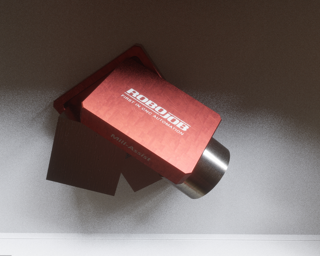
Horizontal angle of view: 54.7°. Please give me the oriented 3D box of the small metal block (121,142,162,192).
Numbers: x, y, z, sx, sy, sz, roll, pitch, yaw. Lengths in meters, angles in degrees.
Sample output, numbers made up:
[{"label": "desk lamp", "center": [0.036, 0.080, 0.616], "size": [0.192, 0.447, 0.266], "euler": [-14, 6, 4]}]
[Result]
[{"label": "small metal block", "center": [-0.025, 0.053, 0.429], "size": [0.050, 0.025, 0.050], "euler": [-27, 108, 9]}]

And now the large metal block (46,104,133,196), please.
[{"label": "large metal block", "center": [-0.081, 0.025, 0.370], "size": [0.080, 0.050, 0.079], "euler": [15, 109, -6]}]

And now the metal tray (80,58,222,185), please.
[{"label": "metal tray", "center": [-0.008, -0.011, 0.340], "size": [0.130, 0.090, 0.030], "euler": [33, 145, 3]}]

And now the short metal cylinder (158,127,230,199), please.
[{"label": "short metal cylinder", "center": [0.043, 0.043, 0.398], "size": [0.050, 0.080, 0.080], "euler": [38, 106, -13]}]

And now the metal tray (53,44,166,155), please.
[{"label": "metal tray", "center": [-0.054, -0.034, 0.393], "size": [0.130, 0.030, 0.090], "euler": [-32, 107, 10]}]
